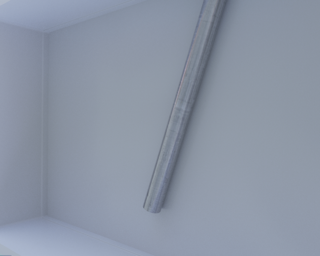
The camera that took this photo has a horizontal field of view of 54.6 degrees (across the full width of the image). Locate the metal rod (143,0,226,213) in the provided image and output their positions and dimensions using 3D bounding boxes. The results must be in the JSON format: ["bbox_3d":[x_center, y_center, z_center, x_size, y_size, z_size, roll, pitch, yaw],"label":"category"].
[{"bbox_3d":[0.030,-0.032,0.383,0.025,0.025,0.298,26,106,37],"label":"metal rod"}]
